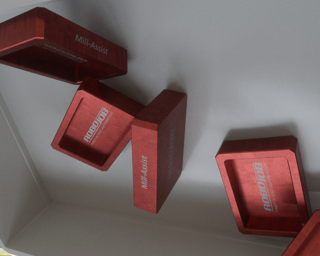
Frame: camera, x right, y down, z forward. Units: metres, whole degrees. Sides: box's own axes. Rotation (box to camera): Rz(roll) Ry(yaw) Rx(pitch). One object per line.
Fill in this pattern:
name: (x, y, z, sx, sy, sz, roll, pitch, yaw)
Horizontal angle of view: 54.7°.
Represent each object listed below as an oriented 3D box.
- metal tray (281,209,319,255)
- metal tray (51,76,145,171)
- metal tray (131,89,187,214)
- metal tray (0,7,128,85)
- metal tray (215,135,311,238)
metal tray: (0.169, 0.163, 0.320, 0.090, 0.130, 0.030, 36, 177, 39)
metal tray: (-0.088, 0.000, 0.431, 0.090, 0.030, 0.129, 28, 131, -14)
metal tray: (0.001, 0.029, 0.382, 0.030, 0.090, 0.129, 14, 124, 20)
metal tray: (-0.110, -0.083, 0.349, 0.090, 0.131, 0.030, -6, 81, 31)
metal tray: (0.130, 0.075, 0.382, 0.090, 0.030, 0.129, -7, 115, 31)
